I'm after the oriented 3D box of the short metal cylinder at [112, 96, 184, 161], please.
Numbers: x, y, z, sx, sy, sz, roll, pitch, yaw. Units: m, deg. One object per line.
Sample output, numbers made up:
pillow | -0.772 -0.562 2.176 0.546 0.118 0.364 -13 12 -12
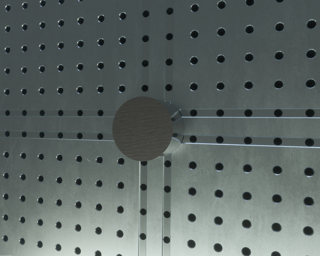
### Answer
short metal cylinder | -0.014 0.001 0.403 0.080 0.050 0.079 0 90 19
